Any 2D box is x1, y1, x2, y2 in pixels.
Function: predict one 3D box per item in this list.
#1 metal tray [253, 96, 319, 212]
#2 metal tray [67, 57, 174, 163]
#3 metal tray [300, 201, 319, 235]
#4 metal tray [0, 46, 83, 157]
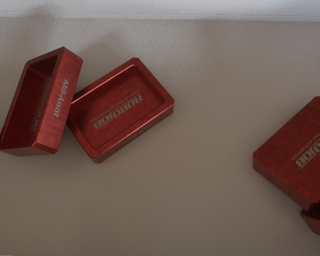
[{"bbox_3d":[0.192,0.027,0.384,0.130,0.030,0.090,-39,55,-13],"label":"metal tray"},{"bbox_3d":[-0.058,-0.025,0.415,0.131,0.030,0.090,-35,74,-12],"label":"metal tray"},{"bbox_3d":[0.222,0.085,0.321,0.090,0.130,0.030,-37,93,-9],"label":"metal tray"},{"bbox_3d":[-0.151,-0.031,0.390,0.090,0.030,0.130,-6,65,37],"label":"metal tray"}]
